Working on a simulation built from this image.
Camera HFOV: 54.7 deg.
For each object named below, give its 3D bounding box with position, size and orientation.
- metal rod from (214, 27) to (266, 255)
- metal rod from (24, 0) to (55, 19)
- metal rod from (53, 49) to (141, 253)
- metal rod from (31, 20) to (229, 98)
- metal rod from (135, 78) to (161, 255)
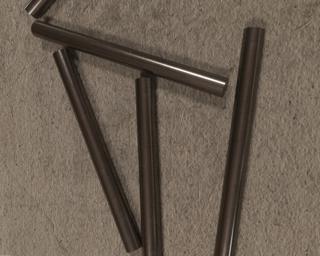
[{"bbox_3d":[0.094,0.031,0.375,0.025,0.025,0.298,8,93,19],"label":"metal rod"},{"bbox_3d":[-0.089,-0.272,0.438,0.299,0.025,0.025,-41,77,15],"label":"metal rod"},{"bbox_3d":[-0.090,0.026,0.439,0.025,0.025,0.299,-25,82,18],"label":"metal rod"},{"bbox_3d":[-0.053,-0.100,0.426,0.301,0.025,0.025,21,97,18],"label":"metal rod"},{"bbox_3d":[-0.014,0.084,0.413,0.025,0.025,0.298,-3,89,19],"label":"metal rod"}]
